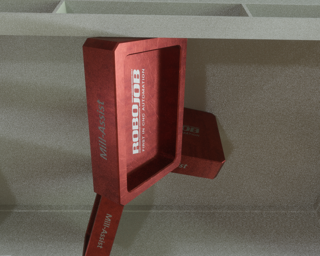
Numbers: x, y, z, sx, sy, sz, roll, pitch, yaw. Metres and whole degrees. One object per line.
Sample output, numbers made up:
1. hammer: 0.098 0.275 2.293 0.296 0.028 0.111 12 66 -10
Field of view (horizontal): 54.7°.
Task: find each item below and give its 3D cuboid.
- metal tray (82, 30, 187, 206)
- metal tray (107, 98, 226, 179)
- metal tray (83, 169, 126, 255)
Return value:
1. metal tray: -0.016 -0.012 0.262 0.030 0.091 0.129 17 118 32
2. metal tray: 0.006 0.009 0.374 0.131 0.090 0.030 11 129 -10
3. metal tray: -0.077 0.121 0.433 0.030 0.090 0.129 15 98 -13
